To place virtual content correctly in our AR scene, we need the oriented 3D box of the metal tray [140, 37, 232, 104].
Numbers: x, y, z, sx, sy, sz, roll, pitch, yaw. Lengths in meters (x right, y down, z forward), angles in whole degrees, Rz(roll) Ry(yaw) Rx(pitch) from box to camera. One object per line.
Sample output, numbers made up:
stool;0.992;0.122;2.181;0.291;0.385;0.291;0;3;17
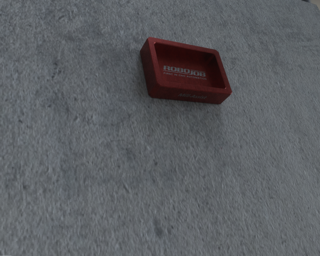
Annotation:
metal tray;0.040;-0.086;0.476;0.131;0.030;0.090;3;60;-27
